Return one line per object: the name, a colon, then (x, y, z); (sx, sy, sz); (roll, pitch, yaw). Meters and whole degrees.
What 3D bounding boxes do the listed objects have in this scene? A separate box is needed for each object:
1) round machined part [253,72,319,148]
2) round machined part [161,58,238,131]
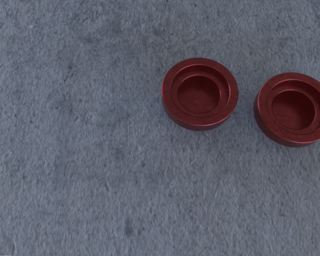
round machined part: (0.172, -0.021, 0.409); (0.099, 0.042, 0.098); (0, 70, -1)
round machined part: (0.051, -0.041, 0.415); (0.099, 0.042, 0.098); (0, 70, -1)
